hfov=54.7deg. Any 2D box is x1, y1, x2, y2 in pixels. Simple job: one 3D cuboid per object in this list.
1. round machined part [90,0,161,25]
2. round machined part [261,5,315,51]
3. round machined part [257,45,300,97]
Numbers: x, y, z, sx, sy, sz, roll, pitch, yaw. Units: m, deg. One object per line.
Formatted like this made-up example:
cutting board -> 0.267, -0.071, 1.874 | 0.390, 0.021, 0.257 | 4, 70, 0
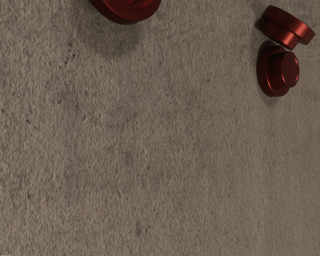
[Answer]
round machined part -> -0.047, -0.168, 0.355 | 0.099, 0.042, 0.097 | 0, 90, -40
round machined part -> 0.224, -0.176, 0.561 | 0.099, 0.098, 0.042 | 17, 115, -39
round machined part -> 0.230, -0.109, 0.590 | 0.099, 0.042, 0.097 | 0, 90, -40
